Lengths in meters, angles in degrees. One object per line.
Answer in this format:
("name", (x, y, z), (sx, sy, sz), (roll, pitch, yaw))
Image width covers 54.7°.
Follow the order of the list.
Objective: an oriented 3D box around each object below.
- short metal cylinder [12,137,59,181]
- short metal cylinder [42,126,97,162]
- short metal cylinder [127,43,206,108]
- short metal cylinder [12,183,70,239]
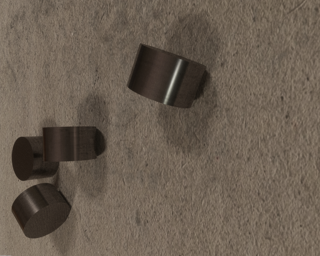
("short metal cylinder", (-0.232, 0.055, 0.576), (0.080, 0.050, 0.079), (0, 90, 39))
("short metal cylinder", (-0.140, 0.024, 0.481), (0.080, 0.081, 0.050), (-2, 89, 39))
("short metal cylinder", (0.007, -0.061, 0.361), (0.080, 0.081, 0.050), (31, 109, 35))
("short metal cylinder", (-0.205, 0.142, 0.535), (0.050, 0.081, 0.079), (41, 115, 32))
